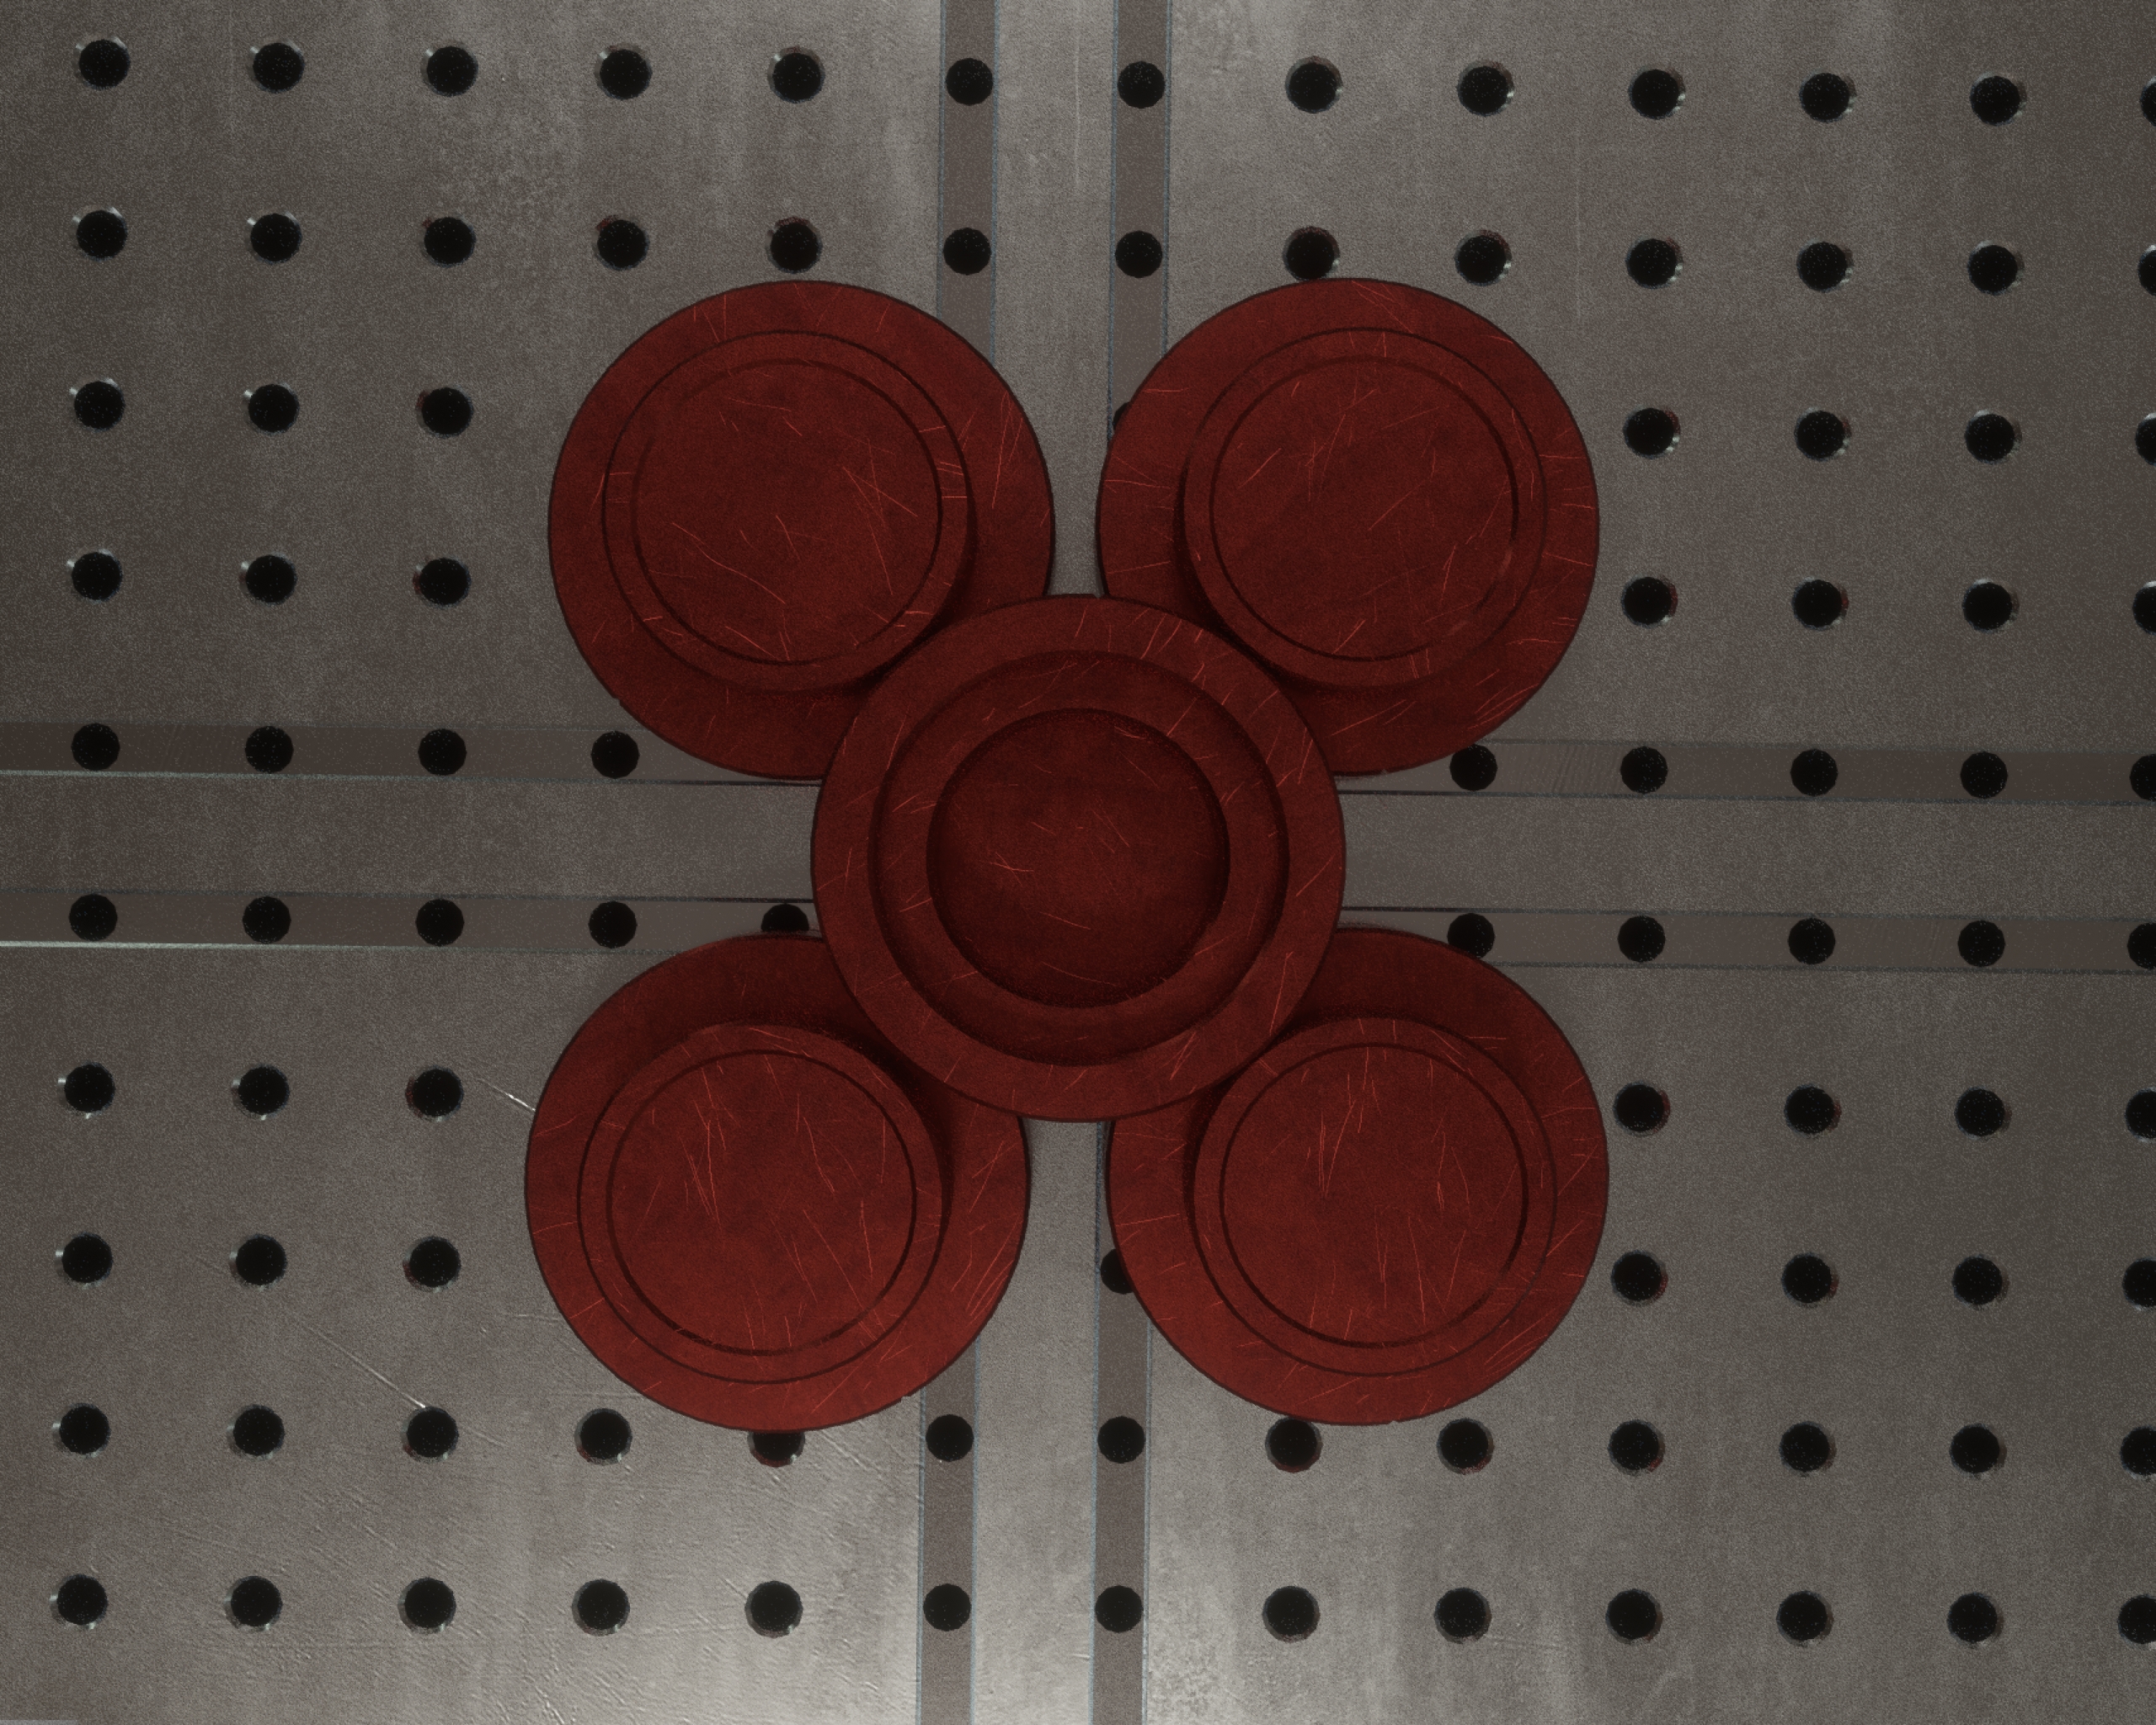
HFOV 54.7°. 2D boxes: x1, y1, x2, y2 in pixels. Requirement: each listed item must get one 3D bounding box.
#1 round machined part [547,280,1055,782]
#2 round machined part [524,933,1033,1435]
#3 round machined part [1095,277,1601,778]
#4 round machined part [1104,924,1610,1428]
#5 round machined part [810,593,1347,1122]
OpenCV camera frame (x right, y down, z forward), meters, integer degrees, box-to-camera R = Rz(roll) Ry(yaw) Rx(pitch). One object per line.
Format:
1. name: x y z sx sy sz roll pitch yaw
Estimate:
1. round machined part: -0.054 -0.064 0.403 0.099 0.042 0.097 0 90 -1
2. round machined part: -0.058 0.063 0.405 0.099 0.042 0.097 0 90 -1
3. round machined part: 0.053 -0.065 0.405 0.099 0.042 0.097 0 90 -1
4. round machined part: 0.055 0.061 0.405 0.099 0.042 0.097 0 90 -1
5. round machined part: 0.000 -0.001 0.403 0.099 0.042 0.097 0 90 -1
